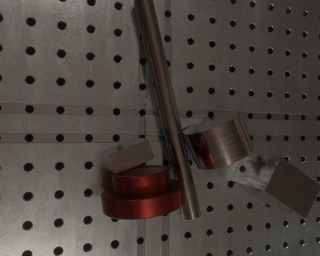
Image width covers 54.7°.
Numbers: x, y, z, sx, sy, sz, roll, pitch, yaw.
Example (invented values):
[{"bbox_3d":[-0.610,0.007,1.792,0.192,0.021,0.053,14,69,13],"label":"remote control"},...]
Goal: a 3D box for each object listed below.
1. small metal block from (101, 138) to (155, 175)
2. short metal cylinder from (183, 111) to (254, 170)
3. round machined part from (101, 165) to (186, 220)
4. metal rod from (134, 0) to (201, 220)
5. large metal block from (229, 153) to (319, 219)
[{"bbox_3d":[-0.041,0.033,0.385,0.050,0.050,0.025,-21,98,-19],"label":"small metal block"},{"bbox_3d":[0.077,0.015,0.413,0.081,0.080,0.050,-25,99,-19],"label":"short metal cylinder"},{"bbox_3d":[-0.020,0.071,0.367,0.099,0.098,0.042,-7,93,-20],"label":"round machined part"},{"bbox_3d":[0.011,-0.022,0.417,0.025,0.025,0.298,-15,95,-20],"label":"metal rod"},{"bbox_3d":[0.163,0.079,0.446,0.080,0.080,0.050,34,79,-17],"label":"large metal block"}]
